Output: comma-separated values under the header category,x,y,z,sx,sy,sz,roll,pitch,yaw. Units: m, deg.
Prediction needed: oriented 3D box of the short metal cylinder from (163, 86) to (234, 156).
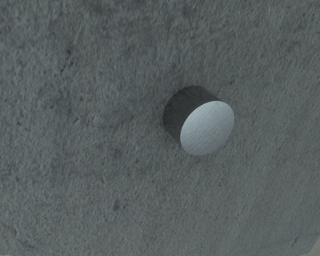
category,x,y,z,sx,sy,sz,roll,pitch,yaw
short metal cylinder,0.051,-0.010,0.414,0.081,0.050,0.079,-14,125,-21
